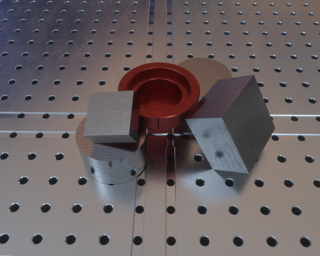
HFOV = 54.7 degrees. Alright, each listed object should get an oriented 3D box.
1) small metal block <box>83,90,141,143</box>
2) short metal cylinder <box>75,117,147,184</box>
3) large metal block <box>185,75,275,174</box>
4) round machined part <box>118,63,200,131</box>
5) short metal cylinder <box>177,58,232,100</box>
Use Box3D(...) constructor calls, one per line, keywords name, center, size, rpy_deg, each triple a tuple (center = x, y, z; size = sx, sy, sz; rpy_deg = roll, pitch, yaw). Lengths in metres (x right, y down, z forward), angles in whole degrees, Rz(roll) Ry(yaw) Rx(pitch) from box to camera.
Box3D(name="small metal block", center=(-0.051, -0.011, 0.335), size=(0.050, 0.025, 0.050), rpy_deg=(-2, 68, 14))
Box3D(name="short metal cylinder", center=(-0.056, 0.020, 0.373), size=(0.081, 0.050, 0.080), rpy_deg=(0, 50, 0))
Box3D(name="large metal block", center=(0.086, -0.005, 0.368), size=(0.050, 0.080, 0.080), rpy_deg=(0, 39, 47))
Box3D(name="round machined part", center=(-0.001, -0.035, 0.388), size=(0.099, 0.042, 0.098), rpy_deg=(0, 50, 0))
Box3D(name="short metal cylinder", center=(0.057, -0.054, 0.437), size=(0.081, 0.050, 0.080), rpy_deg=(0, 50, 0))
